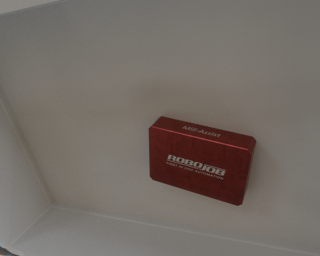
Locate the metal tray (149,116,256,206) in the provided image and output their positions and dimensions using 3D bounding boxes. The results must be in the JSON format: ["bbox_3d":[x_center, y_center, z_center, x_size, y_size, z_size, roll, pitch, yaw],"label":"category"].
[{"bbox_3d":[0.051,0.042,0.405,0.130,0.030,0.089,13,124,20],"label":"metal tray"}]
